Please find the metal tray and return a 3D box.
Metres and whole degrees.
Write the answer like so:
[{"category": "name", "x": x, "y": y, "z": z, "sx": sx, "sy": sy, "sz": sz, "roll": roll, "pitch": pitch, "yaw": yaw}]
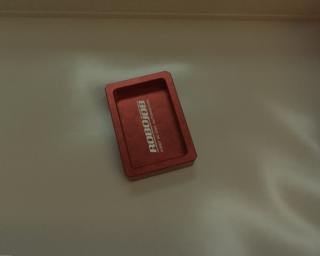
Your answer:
[{"category": "metal tray", "x": -0.014, "y": -0.004, "z": 0.408, "sx": 0.090, "sy": 0.030, "sz": 0.130, "roll": -14, "pitch": 71, "yaw": -5}]
